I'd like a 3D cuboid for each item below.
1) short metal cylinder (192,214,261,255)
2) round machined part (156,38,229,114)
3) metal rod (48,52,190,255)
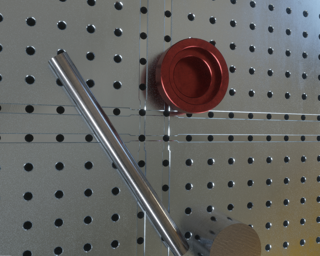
[{"bbox_3d":[0.093,0.167,0.436,0.081,0.050,0.079,0,90,-20],"label":"short metal cylinder"},{"bbox_3d":[0.040,-0.068,0.420,0.099,0.042,0.097,0,90,-21],"label":"round machined part"},{"bbox_3d":[-0.046,0.042,0.396,0.025,0.025,0.299,-34,102,-17],"label":"metal rod"}]
